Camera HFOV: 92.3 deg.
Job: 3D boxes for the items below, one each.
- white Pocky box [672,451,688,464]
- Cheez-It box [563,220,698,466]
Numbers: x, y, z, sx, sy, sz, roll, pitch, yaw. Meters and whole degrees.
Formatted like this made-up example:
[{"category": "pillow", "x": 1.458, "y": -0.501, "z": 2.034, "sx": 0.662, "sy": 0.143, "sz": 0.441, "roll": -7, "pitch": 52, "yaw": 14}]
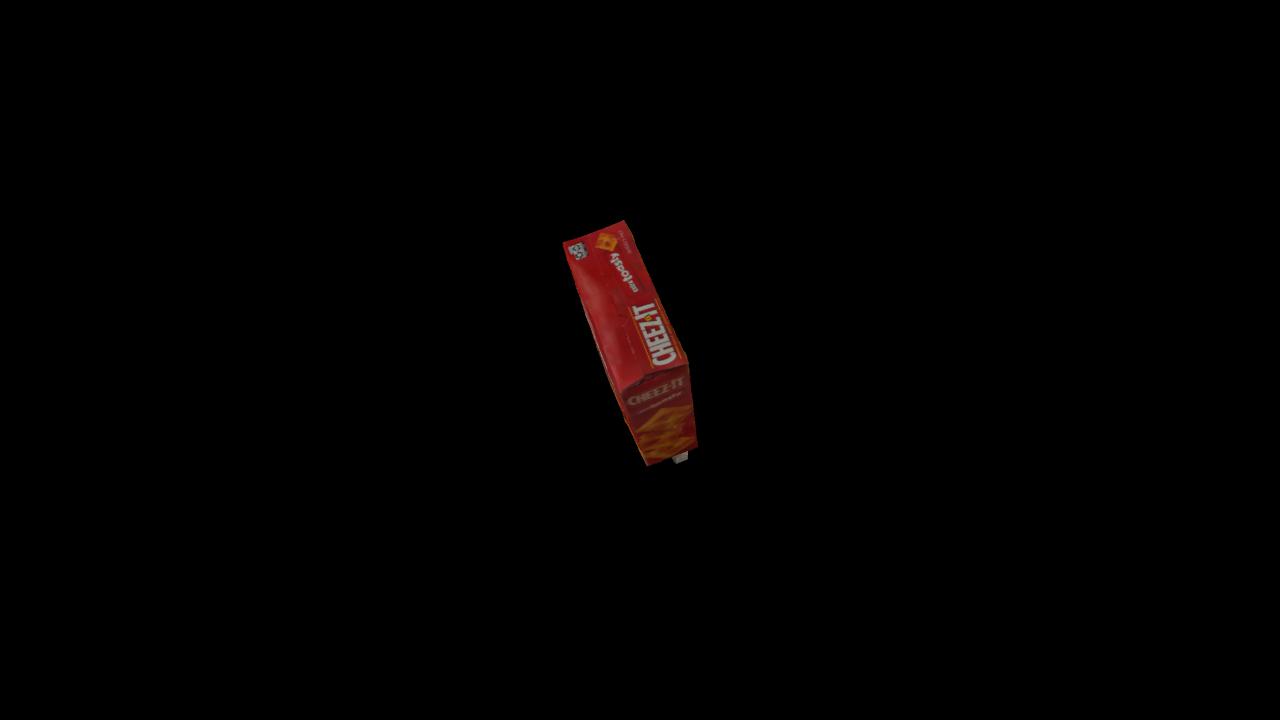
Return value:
[{"category": "white Pocky box", "x": 0.053, "y": 0.114, "z": 1.053, "sx": 0.028, "sy": 0.084, "sz": 0.154, "roll": -22, "pitch": -29, "yaw": -9}, {"category": "Cheez-It box", "x": -0.004, "y": -0.006, "z": 0.623, "sx": 0.071, "sy": 0.166, "sz": 0.223, "roll": -22, "pitch": -27, "yaw": -4}]
